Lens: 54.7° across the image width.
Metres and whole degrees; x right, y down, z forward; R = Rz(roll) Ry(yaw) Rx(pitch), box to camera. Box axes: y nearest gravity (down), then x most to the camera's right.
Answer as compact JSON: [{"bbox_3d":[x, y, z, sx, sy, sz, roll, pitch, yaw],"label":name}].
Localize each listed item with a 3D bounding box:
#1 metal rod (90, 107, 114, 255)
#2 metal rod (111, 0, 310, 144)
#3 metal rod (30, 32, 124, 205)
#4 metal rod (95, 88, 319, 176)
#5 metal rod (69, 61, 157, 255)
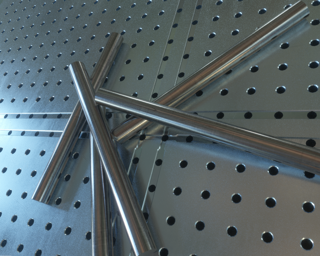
[{"bbox_3d":[-0.075,0.086,0.393,0.025,0.025,0.299,-21,54,15],"label":"metal rod"},{"bbox_3d":[0.063,-0.072,0.417,0.300,0.025,0.025,-34,52,5],"label":"metal rod"},{"bbox_3d":[-0.122,-0.028,0.487,0.025,0.025,0.300,6,64,30],"label":"metal rod"},{"bbox_3d":[0.044,-0.003,0.364,0.300,0.025,0.025,18,71,27],"label":"metal rod"},{"bbox_3d":[-0.072,0.020,0.409,0.025,0.025,0.299,-31,59,8],"label":"metal rod"}]
